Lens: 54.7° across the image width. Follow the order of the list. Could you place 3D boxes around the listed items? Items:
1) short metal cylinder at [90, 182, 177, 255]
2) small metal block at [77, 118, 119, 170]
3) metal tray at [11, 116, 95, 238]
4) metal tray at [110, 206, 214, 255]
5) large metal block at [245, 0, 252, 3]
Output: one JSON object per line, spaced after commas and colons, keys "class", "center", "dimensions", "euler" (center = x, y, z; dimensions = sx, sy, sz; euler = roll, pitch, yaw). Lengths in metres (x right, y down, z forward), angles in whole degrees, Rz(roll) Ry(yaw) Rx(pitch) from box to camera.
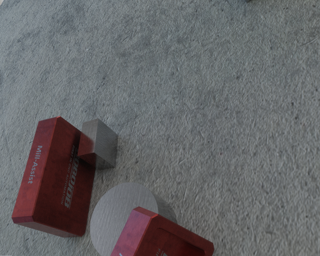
{"class": "short metal cylinder", "center": [-0.028, 0.106, 0.338], "dimensions": [0.080, 0.050, 0.080], "euler": [-13, 56, 21]}
{"class": "small metal block", "center": [-0.082, 0.023, 0.417], "dimensions": [0.025, 0.050, 0.050], "euler": [-13, 56, 21]}
{"class": "metal tray", "center": [-0.123, 0.062, 0.388], "dimensions": [0.030, 0.090, 0.130], "euler": [-11, 57, 22]}
{"class": "metal tray", "center": [-0.011, 0.148, 0.274], "dimensions": [0.030, 0.090, 0.130], "euler": [2, 60, 52]}
{"class": "large metal block", "center": [0.144, -0.248, 0.465], "dimensions": [0.080, 0.050, 0.080], "euler": [-29, 52, 10]}
